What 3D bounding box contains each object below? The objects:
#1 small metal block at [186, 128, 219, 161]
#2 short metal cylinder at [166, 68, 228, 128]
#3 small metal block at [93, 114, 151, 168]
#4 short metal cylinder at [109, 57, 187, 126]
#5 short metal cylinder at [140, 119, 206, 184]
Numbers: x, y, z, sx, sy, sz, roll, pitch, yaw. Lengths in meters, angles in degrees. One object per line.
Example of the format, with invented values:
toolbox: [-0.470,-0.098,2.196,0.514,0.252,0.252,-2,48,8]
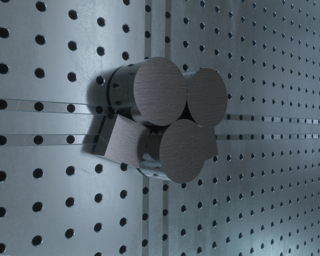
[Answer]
small metal block: [0.056,0.022,0.453,0.050,0.025,0.050,-18,102,-39]
short metal cylinder: [0.048,-0.040,0.429,0.081,0.050,0.079,0,90,-40]
small metal block: [-0.044,0.016,0.368,0.050,0.025,0.050,26,74,-37]
short metal cylinder: [-0.014,-0.042,0.377,0.081,0.050,0.079,0,90,-40]
short metal cylinder: [0.014,0.028,0.400,0.081,0.050,0.079,0,90,-40]
